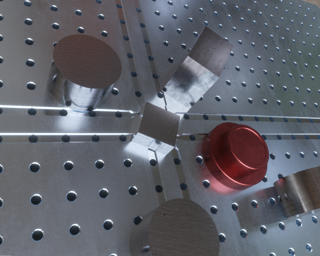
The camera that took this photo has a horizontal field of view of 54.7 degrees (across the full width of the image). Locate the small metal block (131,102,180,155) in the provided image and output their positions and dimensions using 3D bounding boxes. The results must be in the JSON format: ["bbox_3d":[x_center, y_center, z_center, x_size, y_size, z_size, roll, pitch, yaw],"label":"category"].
[{"bbox_3d":[-0.005,0.001,0.405,0.050,0.025,0.050,23,53,-15],"label":"small metal block"}]

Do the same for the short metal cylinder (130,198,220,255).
[{"bbox_3d":[0.015,0.121,0.326,0.081,0.050,0.080,14,56,-21],"label":"short metal cylinder"}]

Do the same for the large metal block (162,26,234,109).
[{"bbox_3d":[0.055,-0.088,0.456,0.050,0.080,0.080,34,51,-7],"label":"large metal block"}]

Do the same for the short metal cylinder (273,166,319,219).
[{"bbox_3d":[0.206,0.090,0.429,0.081,0.080,0.050,0,62,-28],"label":"short metal cylinder"}]

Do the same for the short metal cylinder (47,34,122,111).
[{"bbox_3d":[-0.094,-0.068,0.383,0.081,0.050,0.080,14,56,-21],"label":"short metal cylinder"}]

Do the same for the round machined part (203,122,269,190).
[{"bbox_3d":[0.113,0.034,0.437,0.099,0.042,0.098,13,56,-21],"label":"round machined part"}]
